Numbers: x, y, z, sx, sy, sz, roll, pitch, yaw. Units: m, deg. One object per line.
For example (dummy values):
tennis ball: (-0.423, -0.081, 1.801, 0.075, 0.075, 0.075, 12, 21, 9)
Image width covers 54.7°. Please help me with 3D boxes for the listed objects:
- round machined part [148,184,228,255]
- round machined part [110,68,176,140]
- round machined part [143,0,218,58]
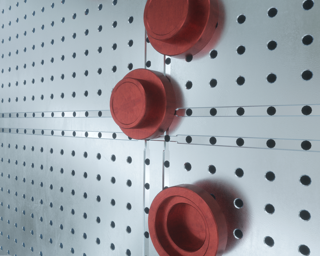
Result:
round machined part: (0.036, 0.115, 0.367, 0.098, 0.042, 0.097, 0, 90, 39)
round machined part: (-0.030, -0.032, 0.421, 0.098, 0.042, 0.097, 0, 90, 39)
round machined part: (0.018, -0.138, 0.382, 0.098, 0.042, 0.097, 0, 90, 39)
